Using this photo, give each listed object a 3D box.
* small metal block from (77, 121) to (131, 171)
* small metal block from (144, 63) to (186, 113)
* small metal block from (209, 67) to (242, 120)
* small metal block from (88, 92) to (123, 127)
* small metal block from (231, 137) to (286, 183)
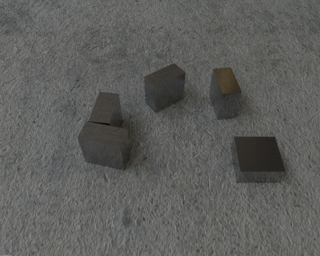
[{"bbox_3d":[-0.065,0.022,0.368,0.050,0.050,0.025,11,51,9],"label":"small metal block"},{"bbox_3d":[0.007,-0.056,0.434,0.050,0.050,0.025,-28,56,-22],"label":"small metal block"},{"bbox_3d":[0.088,-0.047,0.427,0.025,0.050,0.050,-6,50,-5],"label":"small metal block"},{"bbox_3d":[-0.068,-0.010,0.394,0.025,0.050,0.050,6,50,5],"label":"small metal block"},{"bbox_3d":[0.116,0.038,0.372,0.050,0.025,0.050,0,50,0],"label":"small metal block"}]
